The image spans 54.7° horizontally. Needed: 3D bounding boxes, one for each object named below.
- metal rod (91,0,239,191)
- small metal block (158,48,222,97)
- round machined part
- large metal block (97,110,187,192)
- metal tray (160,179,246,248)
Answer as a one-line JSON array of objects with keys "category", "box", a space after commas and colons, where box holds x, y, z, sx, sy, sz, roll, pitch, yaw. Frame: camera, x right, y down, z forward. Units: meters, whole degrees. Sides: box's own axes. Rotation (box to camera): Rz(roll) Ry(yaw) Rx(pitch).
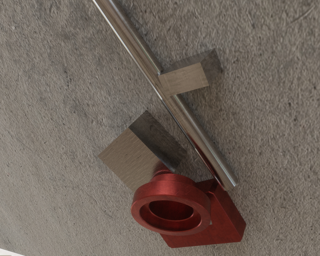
[{"category": "metal rod", "box": [0.007, -0.047, 0.374, 0.025, 0.025, 0.299, -27, 104, 37]}, {"category": "small metal block", "box": [0.034, -0.060, 0.336, 0.050, 0.050, 0.025, -12, 112, 33]}, {"category": "round machined part", "box": [0.015, 0.094, 0.393, 0.099, 0.042, 0.097, 5, 136, 6]}, {"category": "large metal block", "box": [-0.025, 0.036, 0.426, 0.080, 0.050, 0.080, 46, 129, -5]}, {"category": "metal tray", "box": [0.048, 0.130, 0.459, 0.130, 0.030, 0.090, -22, 107, 36]}]
